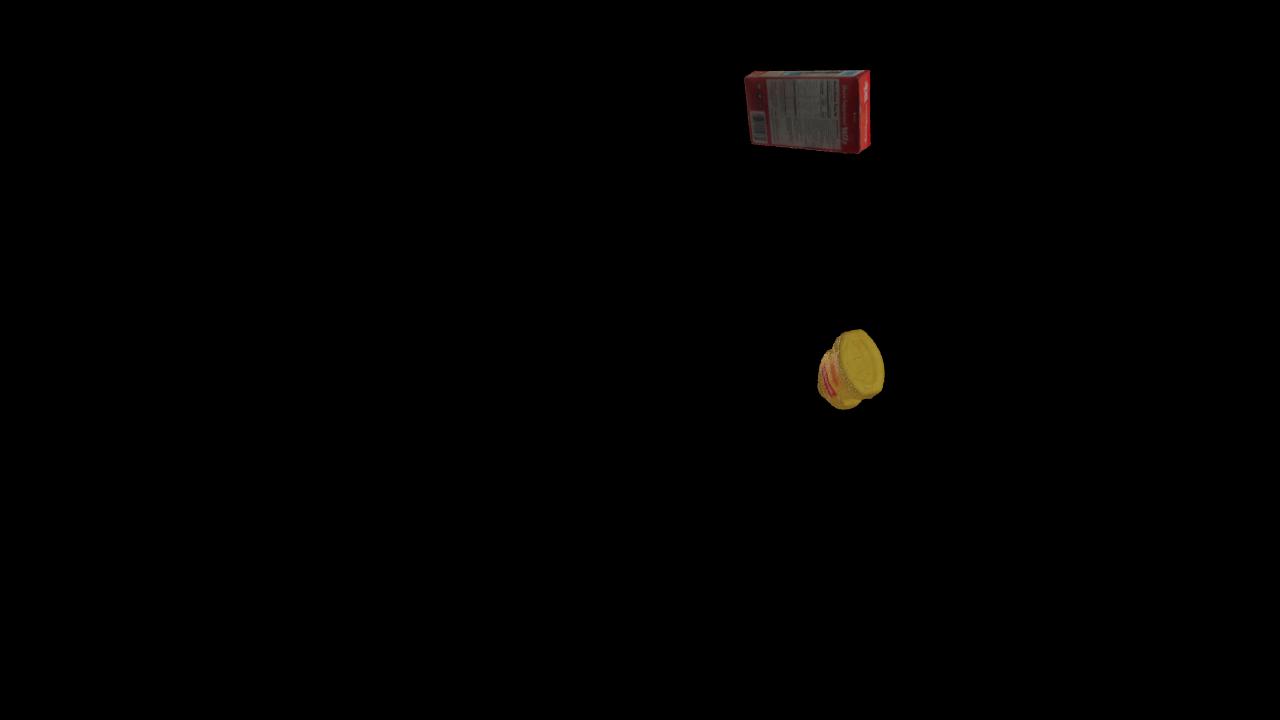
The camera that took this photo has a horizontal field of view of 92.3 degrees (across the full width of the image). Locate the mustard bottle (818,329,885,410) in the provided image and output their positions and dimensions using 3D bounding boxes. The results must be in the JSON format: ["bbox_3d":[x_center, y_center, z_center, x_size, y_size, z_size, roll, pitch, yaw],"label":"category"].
[{"bbox_3d":[0.291,0.025,0.877,0.054,0.092,0.184,-18,-15,-2],"label":"mustard bottle"}]

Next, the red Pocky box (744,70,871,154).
[{"bbox_3d":[0.190,-0.286,0.706,0.028,0.083,0.155,-35,39,-28],"label":"red Pocky box"}]
